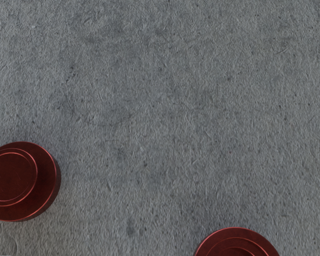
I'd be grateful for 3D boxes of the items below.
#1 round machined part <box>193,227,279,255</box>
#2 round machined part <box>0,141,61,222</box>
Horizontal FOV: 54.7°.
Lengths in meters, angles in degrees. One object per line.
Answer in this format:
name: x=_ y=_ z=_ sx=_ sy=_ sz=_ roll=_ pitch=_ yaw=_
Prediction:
round machined part: x=0.082 y=0.161 z=0.341 sx=0.099 sy=0.042 sz=0.098 roll=0 pitch=70 yaw=0
round machined part: x=-0.176 y=0.062 z=0.375 sx=0.099 sy=0.042 sz=0.098 roll=0 pitch=70 yaw=0
